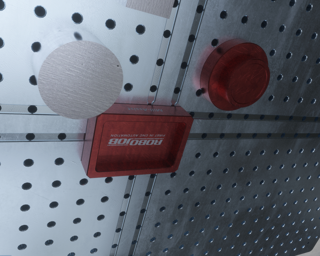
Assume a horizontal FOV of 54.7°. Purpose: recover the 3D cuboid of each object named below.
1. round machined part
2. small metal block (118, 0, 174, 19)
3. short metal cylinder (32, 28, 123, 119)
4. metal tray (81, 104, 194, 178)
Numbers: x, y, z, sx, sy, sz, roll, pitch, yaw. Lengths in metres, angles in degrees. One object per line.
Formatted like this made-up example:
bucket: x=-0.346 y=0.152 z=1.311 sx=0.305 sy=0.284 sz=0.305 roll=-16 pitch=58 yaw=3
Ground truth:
round machined part: x=0.108 y=-0.066 z=0.418 sx=0.099 sy=0.042 sz=0.097 roll=-14 pitch=124 yaw=-21
small metal block: x=-0.010 y=-0.145 z=0.316 sx=0.050 sy=0.025 sz=0.050 roll=4 pitch=117 yaw=-30
short metal cylinder: x=-0.084 y=-0.055 z=0.315 sx=0.081 sy=0.050 sz=0.079 roll=-14 pitch=124 yaw=-21
metal tray: x=-0.028 y=0.017 z=0.402 sx=0.131 sy=0.030 sz=0.089 roll=1 pitch=118 yaw=-29
